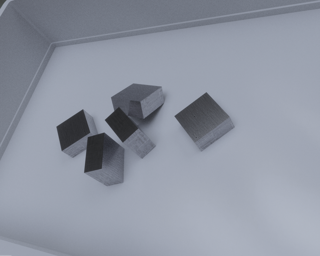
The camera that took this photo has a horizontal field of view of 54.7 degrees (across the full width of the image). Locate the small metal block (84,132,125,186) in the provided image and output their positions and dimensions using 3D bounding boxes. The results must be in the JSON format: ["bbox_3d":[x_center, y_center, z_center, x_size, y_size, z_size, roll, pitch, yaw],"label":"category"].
[{"bbox_3d":[-0.070,0.041,0.399,0.025,0.050,0.050,-15,56,19],"label":"small metal block"}]

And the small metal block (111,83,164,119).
[{"bbox_3d":[-0.030,-0.039,0.429,0.050,0.025,0.050,11,35,32],"label":"small metal block"}]

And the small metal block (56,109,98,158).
[{"bbox_3d":[-0.123,0.008,0.463,0.050,0.025,0.050,-32,52,7],"label":"small metal block"}]

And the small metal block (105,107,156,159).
[{"bbox_3d":[-0.038,0.007,0.404,0.025,0.050,0.050,-43,51,-1],"label":"small metal block"}]

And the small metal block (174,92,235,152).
[{"bbox_3d":[0.054,-0.008,0.381,0.050,0.025,0.050,-37,51,3],"label":"small metal block"}]
